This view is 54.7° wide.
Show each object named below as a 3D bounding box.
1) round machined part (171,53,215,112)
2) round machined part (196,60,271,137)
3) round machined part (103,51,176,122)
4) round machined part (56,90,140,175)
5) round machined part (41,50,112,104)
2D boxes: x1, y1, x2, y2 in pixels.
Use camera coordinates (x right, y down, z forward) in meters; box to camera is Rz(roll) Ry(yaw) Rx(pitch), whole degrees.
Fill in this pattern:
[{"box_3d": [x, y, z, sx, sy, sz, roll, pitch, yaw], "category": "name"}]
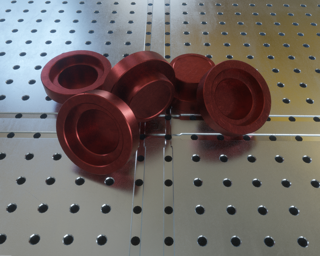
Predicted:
[{"box_3d": [0.047, -0.074, 0.459, 0.099, 0.042, 0.098, 0, 50, 0], "category": "round machined part"}, {"box_3d": [0.093, -0.037, 0.409, 0.099, 0.042, 0.097, 3, 79, -18], "category": "round machined part"}, {"box_3d": [-0.020, -0.046, 0.399, 0.099, 0.097, 0.042, -25, 55, -20], "category": "round machined part"}, {"box_3d": [-0.069, 0.002, 0.366, 0.098, 0.097, 0.042, 18, 24, 14], "category": "round machined part"}, {"box_3d": [-0.117, -0.067, 0.452, 0.099, 0.042, 0.098, 0, 50, 0], "category": "round machined part"}]
